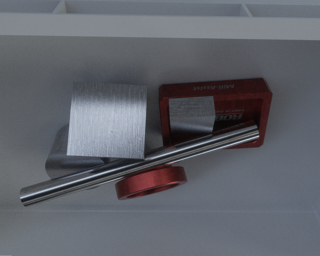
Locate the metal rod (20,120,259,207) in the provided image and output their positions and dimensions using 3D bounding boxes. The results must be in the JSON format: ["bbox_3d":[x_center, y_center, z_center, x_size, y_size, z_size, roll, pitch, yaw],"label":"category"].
[{"bbox_3d":[-0.024,0.044,0.390,0.302,0.025,0.025,-16,129,-1],"label":"metal rod"}]

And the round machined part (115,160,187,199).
[{"bbox_3d":[-0.015,0.067,0.432,0.099,0.042,0.098,-14,164,-4],"label":"round machined part"}]

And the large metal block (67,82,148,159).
[{"bbox_3d":[-0.056,-0.006,0.355,0.081,0.080,0.050,3,172,-2],"label":"large metal block"}]

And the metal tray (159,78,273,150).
[{"bbox_3d":[0.067,-0.014,0.392,0.131,0.030,0.089,-4,130,2],"label":"metal tray"}]

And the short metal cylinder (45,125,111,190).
[{"bbox_3d":[-0.108,0.040,0.422,0.081,0.050,0.079,0,130,0],"label":"short metal cylinder"}]

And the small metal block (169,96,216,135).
[{"bbox_3d":[0.037,-0.014,0.368,0.050,0.025,0.050,-3,156,3],"label":"small metal block"}]
